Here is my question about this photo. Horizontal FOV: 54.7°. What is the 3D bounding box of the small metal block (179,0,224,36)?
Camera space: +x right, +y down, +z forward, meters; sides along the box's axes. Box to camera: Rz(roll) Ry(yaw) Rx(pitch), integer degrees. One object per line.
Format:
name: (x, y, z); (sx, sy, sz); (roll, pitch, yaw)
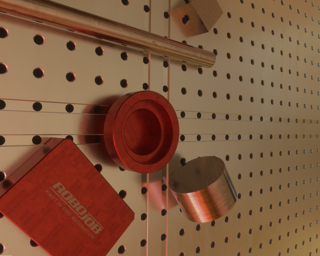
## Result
small metal block: (0.063, -0.177, 0.464); (0.050, 0.025, 0.050); (51, 60, -28)

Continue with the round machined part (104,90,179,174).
round machined part: (-0.026, 0.005, 0.378); (0.099, 0.042, 0.097); (0, 90, -40)

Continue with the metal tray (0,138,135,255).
metal tray: (-0.095, 0.085, 0.328); (0.090, 0.030, 0.130); (-49, 119, -29)

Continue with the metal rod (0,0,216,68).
metal rod: (-0.039, -0.112, 0.377); (0.302, 0.025, 0.025); (4, 88, -40)

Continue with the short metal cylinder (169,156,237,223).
short metal cylinder: (0.059, 0.082, 0.425); (0.080, 0.080, 0.050); (-39, 115, -33)
